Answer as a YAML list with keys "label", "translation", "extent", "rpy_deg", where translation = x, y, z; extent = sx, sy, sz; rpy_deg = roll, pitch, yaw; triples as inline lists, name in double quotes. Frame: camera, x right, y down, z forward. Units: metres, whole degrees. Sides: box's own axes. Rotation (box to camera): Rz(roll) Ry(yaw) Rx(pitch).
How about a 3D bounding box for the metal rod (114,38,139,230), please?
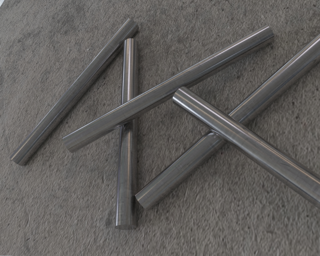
- label: "metal rod"
  translation: [-0.044, -0.013, 0.434]
  extent: [0.025, 0.025, 0.299]
  rpy_deg: [-15, 55, 20]

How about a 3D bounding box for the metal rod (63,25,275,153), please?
- label: "metal rod"
  translation: [0.011, -0.051, 0.406]
  extent: [0.301, 0.025, 0.025]
  rpy_deg: [-29, 52, 0]

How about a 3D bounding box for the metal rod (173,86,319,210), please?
- label: "metal rod"
  translation: [0.123, 0.041, 0.293]
  extent: [0.025, 0.025, 0.300]
  rpy_deg: [-48, 58, -5]

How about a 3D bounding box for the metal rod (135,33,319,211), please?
- label: "metal rod"
  translation: [0.092, -0.012, 0.362]
  extent: [0.300, 0.025, 0.025]
  rpy_deg: [-41, 51, 0]

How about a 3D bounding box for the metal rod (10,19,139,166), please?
- label: "metal rod"
  translation: [-0.137, -0.064, 0.514]
  extent: [0.025, 0.025, 0.300]
  rpy_deg: [30, 78, 38]
